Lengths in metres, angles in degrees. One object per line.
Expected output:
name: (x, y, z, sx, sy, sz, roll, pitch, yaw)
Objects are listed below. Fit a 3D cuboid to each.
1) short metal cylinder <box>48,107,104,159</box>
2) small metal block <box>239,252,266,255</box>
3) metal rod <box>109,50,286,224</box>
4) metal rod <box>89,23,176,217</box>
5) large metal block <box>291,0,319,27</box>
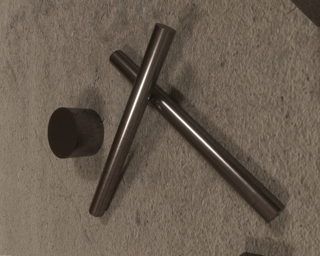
short metal cylinder: (-0.136, 0.008, 0.498, 0.080, 0.050, 0.079, 0, 90, 39)
small metal block: (0.106, 0.160, 0.316, 0.050, 0.025, 0.050, -6, 87, 39)
metal rod: (0.026, -0.008, 0.381, 0.300, 0.025, 0.025, 47, 118, 29)
metal rod: (-0.046, 0.008, 0.416, 0.025, 0.025, 0.298, 42, 122, 31)
large metal block: (0.147, -0.133, 0.247, 0.050, 0.081, 0.079, 8, 95, 39)
